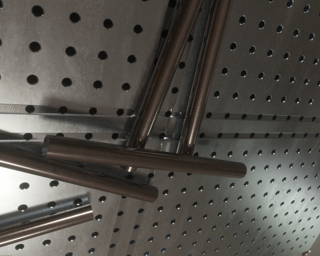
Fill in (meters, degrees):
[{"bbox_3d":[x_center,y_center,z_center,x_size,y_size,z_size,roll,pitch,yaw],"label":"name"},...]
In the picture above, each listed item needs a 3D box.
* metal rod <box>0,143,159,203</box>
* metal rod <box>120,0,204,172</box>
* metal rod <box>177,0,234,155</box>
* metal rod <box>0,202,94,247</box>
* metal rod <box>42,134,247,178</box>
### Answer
[{"bbox_3d":[-0.121,0.052,0.378,0.302,0.025,0.025,24,105,-37],"label":"metal rod"},{"bbox_3d":[0.009,-0.077,0.369,0.025,0.025,0.298,8,114,-33],"label":"metal rod"},{"bbox_3d":[0.059,-0.076,0.397,0.025,0.025,0.298,-4,120,-27],"label":"metal rod"},{"bbox_3d":[-0.232,0.142,0.372,0.303,0.025,0.025,-11,123,-23],"label":"metal rod"},{"bbox_3d":[0.004,0.043,0.407,0.302,0.025,0.025,11,113,-33],"label":"metal rod"}]
